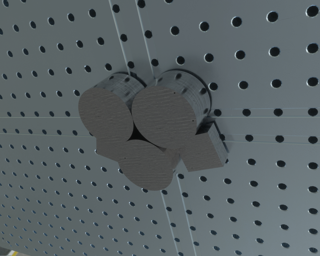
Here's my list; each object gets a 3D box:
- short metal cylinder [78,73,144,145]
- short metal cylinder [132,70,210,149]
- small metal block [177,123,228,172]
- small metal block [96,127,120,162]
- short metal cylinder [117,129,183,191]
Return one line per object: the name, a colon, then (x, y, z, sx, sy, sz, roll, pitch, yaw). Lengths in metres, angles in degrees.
short metal cylinder: (-0.058, -0.025, 0.405, 0.080, 0.050, 0.079, 13, 124, 21)
short metal cylinder: (0.014, -0.022, 0.369, 0.080, 0.050, 0.079, 13, 124, 21)
small metal block: (0.052, 0.026, 0.395, 0.050, 0.025, 0.050, -15, 111, 34)
small metal block: (-0.065, 0.020, 0.453, 0.050, 0.025, 0.050, 19, 126, 17)
short metal cylinder: (-0.010, 0.037, 0.419, 0.080, 0.050, 0.079, 13, 124, 21)
